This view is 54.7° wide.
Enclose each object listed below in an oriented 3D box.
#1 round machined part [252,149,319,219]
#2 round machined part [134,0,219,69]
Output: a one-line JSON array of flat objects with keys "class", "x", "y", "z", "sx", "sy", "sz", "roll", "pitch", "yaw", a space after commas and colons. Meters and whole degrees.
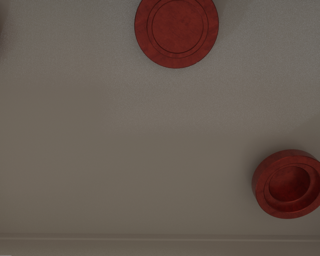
[{"class": "round machined part", "x": 0.176, "y": 0.073, "z": 0.431, "sx": 0.099, "sy": 0.042, "sz": 0.097, "roll": 0, "pitch": 110, "yaw": 0}, {"class": "round machined part", "x": 0.019, "y": -0.117, "z": 0.359, "sx": 0.099, "sy": 0.042, "sz": 0.097, "roll": 0, "pitch": 110, "yaw": 0}]
